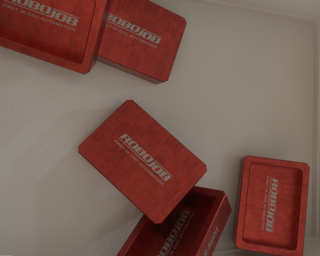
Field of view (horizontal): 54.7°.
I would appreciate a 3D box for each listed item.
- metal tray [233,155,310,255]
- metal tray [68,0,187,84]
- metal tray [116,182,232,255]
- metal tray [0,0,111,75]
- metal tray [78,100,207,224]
[{"bbox_3d":[0.157,0.109,0.442,0.090,0.030,0.129,7,82,7],"label":"metal tray"},{"bbox_3d":[-0.040,-0.120,0.392,0.131,0.030,0.090,19,85,-20],"label":"metal tray"},{"bbox_3d":[0.016,0.124,0.357,0.131,0.090,0.030,-52,131,-37],"label":"metal tray"},{"bbox_3d":[-0.125,-0.120,0.322,0.131,0.030,0.089,18,119,-7],"label":"metal tray"},{"bbox_3d":[-0.021,0.040,0.376,0.130,0.030,0.090,42,75,7],"label":"metal tray"}]
